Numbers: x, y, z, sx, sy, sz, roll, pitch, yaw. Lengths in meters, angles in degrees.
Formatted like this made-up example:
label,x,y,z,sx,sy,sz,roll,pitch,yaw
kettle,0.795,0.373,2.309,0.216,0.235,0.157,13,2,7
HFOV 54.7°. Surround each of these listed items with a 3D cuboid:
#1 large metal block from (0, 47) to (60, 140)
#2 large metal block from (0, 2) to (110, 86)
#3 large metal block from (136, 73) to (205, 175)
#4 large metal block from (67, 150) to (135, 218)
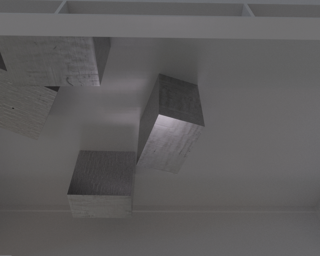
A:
label,x,y,z,sx,sy,sz,roll,pitch,yaw
large metal block,-0.163,-0.042,0.355,0.080,0.050,0.080,23,126,-19
large metal block,-0.096,-0.083,0.301,0.081,0.080,0.050,0,130,0
large metal block,0.009,-0.005,0.369,0.050,0.080,0.079,15,129,-12
large metal block,-0.078,0.078,0.439,0.081,0.080,0.050,2,130,-2
